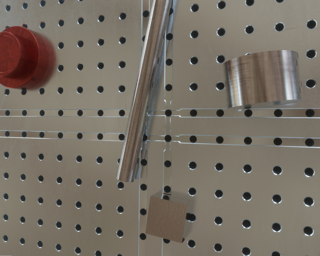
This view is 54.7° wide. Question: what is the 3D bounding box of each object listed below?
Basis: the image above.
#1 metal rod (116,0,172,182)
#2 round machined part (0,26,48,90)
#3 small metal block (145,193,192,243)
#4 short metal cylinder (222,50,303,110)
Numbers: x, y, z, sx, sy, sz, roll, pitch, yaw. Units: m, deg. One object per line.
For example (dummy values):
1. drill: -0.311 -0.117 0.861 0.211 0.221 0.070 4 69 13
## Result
1. metal rod: -0.017 -0.074 0.417 0.025 0.025 0.298 13 94 19
2. round machined part: -0.229 -0.111 0.482 0.098 0.042 0.097 0 90 19
3. small metal block: 0.012 0.117 0.408 0.050 0.025 0.050 9 93 19
4. short metal cylinder: 0.113 -0.050 0.344 0.080 0.080 0.050 -6 88 19
